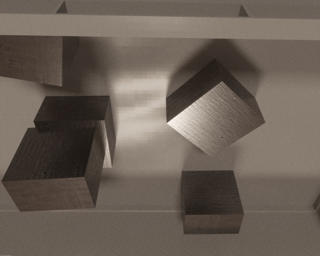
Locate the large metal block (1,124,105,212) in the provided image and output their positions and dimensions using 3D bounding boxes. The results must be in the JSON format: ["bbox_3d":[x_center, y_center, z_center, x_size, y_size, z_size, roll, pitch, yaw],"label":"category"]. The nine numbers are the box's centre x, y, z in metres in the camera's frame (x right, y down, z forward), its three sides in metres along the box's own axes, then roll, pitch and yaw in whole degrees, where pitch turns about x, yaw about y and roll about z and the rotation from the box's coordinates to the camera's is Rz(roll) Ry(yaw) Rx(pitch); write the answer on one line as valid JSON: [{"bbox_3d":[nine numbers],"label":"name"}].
[{"bbox_3d":[-0.110,0.042,0.342,0.080,0.080,0.050,-3,130,2],"label":"large metal block"}]

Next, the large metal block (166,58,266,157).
[{"bbox_3d":[0.064,-0.022,0.375,0.080,0.050,0.080,37,121,-27],"label":"large metal block"}]

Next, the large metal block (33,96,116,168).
[{"bbox_3d":[-0.103,0.006,0.396,0.081,0.050,0.079,-1,130,0],"label":"large metal block"}]

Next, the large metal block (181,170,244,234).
[{"bbox_3d":[0.075,0.111,0.469,0.081,0.080,0.050,-1,130,0],"label":"large metal block"}]

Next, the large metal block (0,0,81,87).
[{"bbox_3d":[-0.125,-0.089,0.296,0.081,0.080,0.050,9,130,-8],"label":"large metal block"}]
